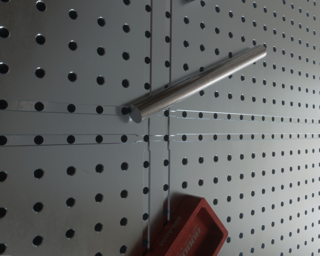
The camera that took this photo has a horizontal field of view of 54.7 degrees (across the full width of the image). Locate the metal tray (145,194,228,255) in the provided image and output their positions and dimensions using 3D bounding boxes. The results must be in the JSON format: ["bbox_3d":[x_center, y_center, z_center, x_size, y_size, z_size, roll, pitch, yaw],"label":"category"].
[{"bbox_3d":[0.037,0.172,0.437,0.130,0.030,0.090,-49,119,-29],"label":"metal tray"}]

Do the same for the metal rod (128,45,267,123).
[{"bbox_3d":[0.075,-0.078,0.471,0.302,0.025,0.025,-30,109,-36],"label":"metal rod"}]
